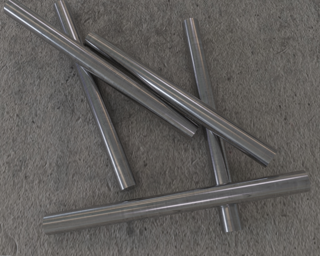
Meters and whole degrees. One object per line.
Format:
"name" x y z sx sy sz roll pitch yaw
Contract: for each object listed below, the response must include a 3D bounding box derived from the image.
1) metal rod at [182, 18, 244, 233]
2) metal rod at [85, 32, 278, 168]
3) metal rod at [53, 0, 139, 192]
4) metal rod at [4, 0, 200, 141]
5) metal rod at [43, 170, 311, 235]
"metal rod" 0.065 -0.018 0.414 0.025 0.025 0.299 -7 70 -3
"metal rod" 0.014 -0.047 0.406 0.300 0.025 0.025 36 74 19
"metal rod" -0.094 -0.056 0.427 0.025 0.025 0.299 -21 71 -8
"metal rod" -0.078 -0.079 0.413 0.301 0.025 0.025 35 74 3
"metal rod" 0.015 0.087 0.357 0.302 0.025 0.025 -10 70 3
